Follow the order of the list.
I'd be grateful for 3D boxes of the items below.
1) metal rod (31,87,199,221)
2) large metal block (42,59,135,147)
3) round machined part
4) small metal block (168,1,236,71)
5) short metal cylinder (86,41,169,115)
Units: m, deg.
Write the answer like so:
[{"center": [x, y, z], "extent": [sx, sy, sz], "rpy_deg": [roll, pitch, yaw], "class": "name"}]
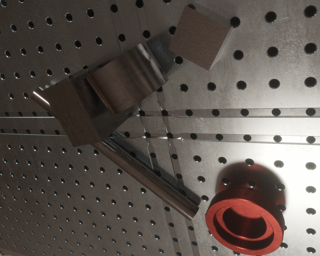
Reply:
[{"center": [-0.069, 0.037, 0.468], "extent": [0.300, 0.025, 0.025], "rpy_deg": [37, 129, 2], "class": "metal rod"}, {"center": [-0.088, -0.033, 0.400], "extent": [0.050, 0.080, 0.080], "rpy_deg": [-11, 113, 32], "class": "large metal block"}, {"center": [0.114, 0.119, 0.413], "extent": [0.098, 0.042, 0.097], "rpy_deg": [13, 124, 20], "class": "round machined part"}, {"center": [0.044, -0.097, 0.327], "extent": [0.050, 0.025, 0.050], "rpy_deg": [30, 128, 8], "class": "small metal block"}, {"center": [-0.037, -0.057, 0.358], "extent": [0.080, 0.080, 0.050], "rpy_deg": [-23, 106, 36], "class": "short metal cylinder"}]
